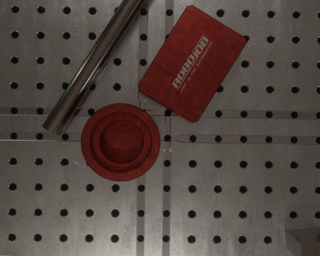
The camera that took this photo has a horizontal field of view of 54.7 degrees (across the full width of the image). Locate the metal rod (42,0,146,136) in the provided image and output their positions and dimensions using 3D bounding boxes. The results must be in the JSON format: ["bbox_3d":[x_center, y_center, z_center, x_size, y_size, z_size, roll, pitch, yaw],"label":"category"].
[{"bbox_3d":[-0.064,-0.123,0.412,0.025,0.025,0.299,33,90,-1],"label":"metal rod"}]

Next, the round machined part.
[{"bbox_3d":[-0.049,0.018,0.404,0.099,0.042,0.097,0,90,-1],"label":"round machined part"}]

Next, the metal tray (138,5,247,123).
[{"bbox_3d":[0.041,-0.082,0.411,0.090,0.030,0.130,32,90,-1],"label":"metal tray"}]

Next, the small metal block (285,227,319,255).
[{"bbox_3d":[0.199,0.152,0.404,0.050,0.050,0.025,-4,90,-1],"label":"small metal block"}]
